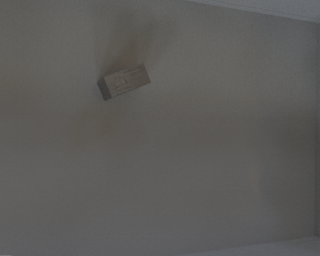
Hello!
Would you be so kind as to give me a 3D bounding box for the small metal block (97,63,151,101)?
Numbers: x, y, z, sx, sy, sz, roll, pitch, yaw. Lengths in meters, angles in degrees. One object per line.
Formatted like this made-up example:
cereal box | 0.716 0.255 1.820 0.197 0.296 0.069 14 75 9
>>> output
small metal block | -0.045 -0.056 0.380 0.050 0.050 0.025 -24 98 -18
